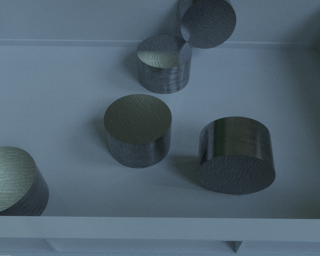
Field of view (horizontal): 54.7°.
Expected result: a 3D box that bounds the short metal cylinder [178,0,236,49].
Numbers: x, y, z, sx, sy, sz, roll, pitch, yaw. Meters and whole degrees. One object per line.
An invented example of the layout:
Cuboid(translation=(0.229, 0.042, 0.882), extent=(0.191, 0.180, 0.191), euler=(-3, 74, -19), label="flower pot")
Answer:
Cuboid(translation=(0.069, -0.167, 0.465), extent=(0.081, 0.080, 0.050), euler=(-2, 47, -2), label="short metal cylinder")

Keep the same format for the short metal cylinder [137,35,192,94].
Cuboid(translation=(0.007, -0.097, 0.471), extent=(0.081, 0.050, 0.080), euler=(0, 50, 0), label="short metal cylinder")

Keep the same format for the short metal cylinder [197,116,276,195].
Cuboid(translation=(0.083, 0.032, 0.343), extent=(0.080, 0.080, 0.050), euler=(6, 50, 4), label="short metal cylinder")

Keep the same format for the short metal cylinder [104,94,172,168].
Cuboid(translation=(-0.026, 0.003, 0.386), extent=(0.081, 0.050, 0.080), euler=(0, 50, 0), label="short metal cylinder")

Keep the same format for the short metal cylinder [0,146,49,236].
Cuboid(translation=(-0.167, 0.066, 0.331), extent=(0.081, 0.050, 0.080), euler=(0, 50, 0), label="short metal cylinder")
